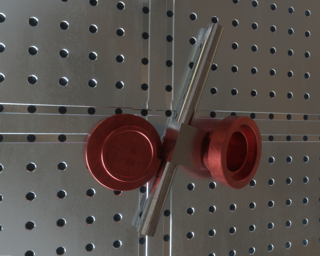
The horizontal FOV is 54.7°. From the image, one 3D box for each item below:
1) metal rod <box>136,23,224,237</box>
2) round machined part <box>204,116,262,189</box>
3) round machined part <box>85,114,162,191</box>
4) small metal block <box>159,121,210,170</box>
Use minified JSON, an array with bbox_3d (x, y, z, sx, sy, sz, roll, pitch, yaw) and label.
[{"bbox_3d":[0.030,-0.003,0.423,0.025,0.025,0.299,22,83,-19],"label":"metal rod"},{"bbox_3d":[0.096,0.031,0.427,0.099,0.042,0.097,-6,99,-43],"label":"round machined part"},{"bbox_3d":[-0.042,0.031,0.388,0.099,0.042,0.097,0,90,-20],"label":"round machined part"},{"bbox_3d":[0.032,0.022,0.396,0.050,0.025,0.050,19,85,-35],"label":"small metal block"}]
